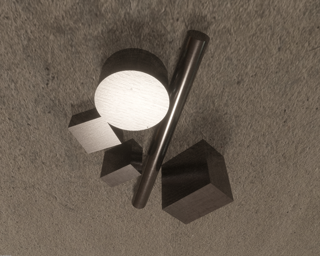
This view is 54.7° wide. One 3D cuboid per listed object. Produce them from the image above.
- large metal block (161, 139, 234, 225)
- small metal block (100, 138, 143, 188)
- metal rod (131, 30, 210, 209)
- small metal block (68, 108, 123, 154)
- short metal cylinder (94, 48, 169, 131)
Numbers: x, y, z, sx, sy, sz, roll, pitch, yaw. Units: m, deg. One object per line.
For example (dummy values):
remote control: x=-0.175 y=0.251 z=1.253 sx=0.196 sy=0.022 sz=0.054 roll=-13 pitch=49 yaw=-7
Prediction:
large metal block: x=0.049 y=0.076 z=0.436 sx=0.080 sy=0.080 sz=0.050 roll=-35 pitch=122 yaw=26
small metal block: x=-0.053 y=0.048 z=0.431 sx=0.050 sy=0.050 sz=0.025 roll=-26 pitch=126 yaw=20
metal rod: x=0.003 y=0.013 z=0.418 sx=0.025 sy=0.025 sz=0.298 roll=11 pitch=129 yaw=-10
small metal block: x=-0.083 y=0.002 z=0.408 sx=0.050 sy=0.025 sz=0.050 roll=-17 pitch=128 yaw=13
short metal cylinder: x=-0.030 y=-0.043 z=0.354 sx=0.081 sy=0.050 sz=0.079 roll=0 pitch=130 yaw=0
